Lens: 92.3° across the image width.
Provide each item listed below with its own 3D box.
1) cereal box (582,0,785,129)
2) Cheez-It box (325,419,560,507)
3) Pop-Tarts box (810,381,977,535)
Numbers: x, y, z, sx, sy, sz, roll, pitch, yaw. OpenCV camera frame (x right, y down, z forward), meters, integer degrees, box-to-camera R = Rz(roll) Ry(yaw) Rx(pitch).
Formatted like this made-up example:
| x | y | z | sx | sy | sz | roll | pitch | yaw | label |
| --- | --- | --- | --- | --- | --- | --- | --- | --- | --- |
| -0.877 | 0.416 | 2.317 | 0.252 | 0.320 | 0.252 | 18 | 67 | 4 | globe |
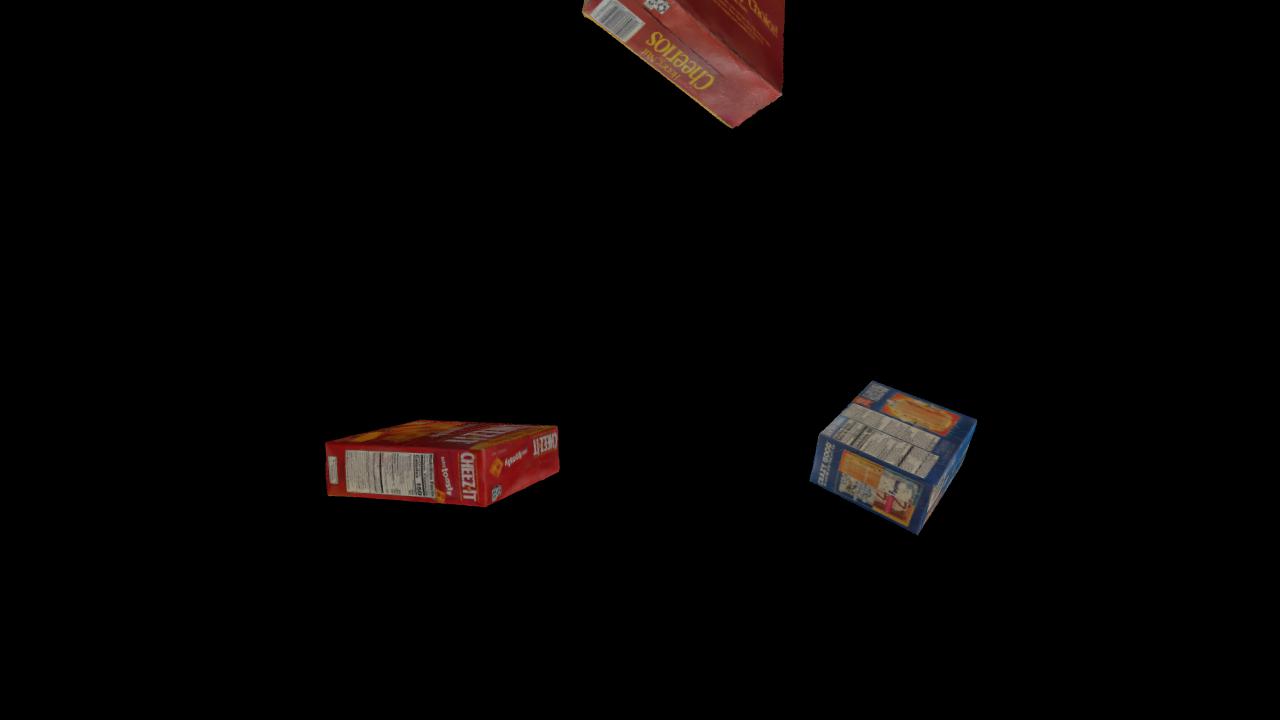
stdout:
| x | y | z | sx | sy | sz | roll | pitch | yaw | label |
| --- | --- | --- | --- | --- | --- | --- | --- | --- | --- |
| 0.061 | -0.421 | 0.630 | 0.203 | 0.306 | 0.081 | 22 | -27 | -34 | cereal box |
| -0.232 | 0.119 | 0.744 | 0.223 | 0.071 | 0.166 | 0 | 4 | 21 | Cheez-It box |
| 0.321 | 0.115 | 0.779 | 0.141 | 0.083 | 0.167 | 25 | 37 | 33 | Pop-Tarts box |
